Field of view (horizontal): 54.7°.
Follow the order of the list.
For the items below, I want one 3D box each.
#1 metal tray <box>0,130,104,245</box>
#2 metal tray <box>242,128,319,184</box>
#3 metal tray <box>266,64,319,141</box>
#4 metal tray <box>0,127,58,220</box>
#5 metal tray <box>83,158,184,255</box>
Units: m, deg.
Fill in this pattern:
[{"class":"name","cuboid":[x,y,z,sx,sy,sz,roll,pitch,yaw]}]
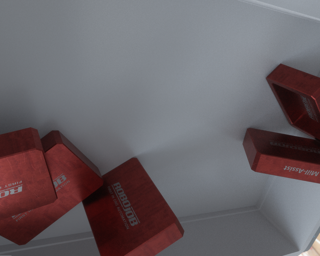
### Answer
[{"class":"metal tray","cuboid":[-0.146,0.074,0.372,0.130,0.030,0.090,-38,130,-3]},{"class":"metal tray","cuboid":[0.199,0.041,0.467,0.131,0.090,0.030,10,114,1]},{"class":"metal tray","cuboid":[0.222,-0.032,0.467,0.030,0.090,0.130,-45,128,0]},{"class":"metal tray","cuboid":[-0.173,0.055,0.293,0.131,0.030,0.089,-16,138,-20]},{"class":"metal tray","cuboid":[-0.040,0.102,0.383,0.090,0.130,0.030,-31,128,-9]}]
